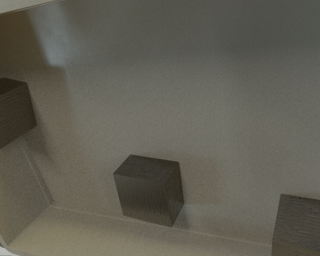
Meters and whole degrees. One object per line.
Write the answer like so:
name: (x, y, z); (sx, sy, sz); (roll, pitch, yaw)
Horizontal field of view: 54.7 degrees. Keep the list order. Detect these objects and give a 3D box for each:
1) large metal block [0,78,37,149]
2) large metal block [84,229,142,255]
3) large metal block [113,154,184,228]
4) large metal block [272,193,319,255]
large metal block: (-0.251, -0.025, 0.490); (0.050, 0.080, 0.079); (14, 124, 21)
large metal block: (-0.094, 0.255, 0.602); (0.080, 0.050, 0.080); (46, 129, -4)
large metal block: (-0.014, 0.091, 0.456); (0.080, 0.050, 0.079); (6, 121, 25)
large metal block: (0.177, 0.128, 0.359); (0.080, 0.080, 0.050); (6, 121, 25)
